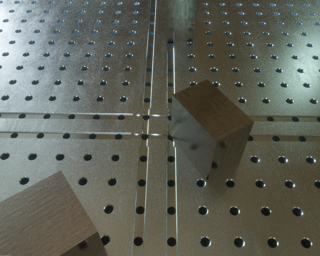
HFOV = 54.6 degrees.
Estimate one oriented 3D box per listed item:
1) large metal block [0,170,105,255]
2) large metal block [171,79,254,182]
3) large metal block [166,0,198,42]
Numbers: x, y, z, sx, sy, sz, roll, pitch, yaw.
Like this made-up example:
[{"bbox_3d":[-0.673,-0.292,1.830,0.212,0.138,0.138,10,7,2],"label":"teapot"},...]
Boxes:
[{"bbox_3d":[-0.112,0.102,0.305,0.080,0.050,0.080,-29,56,-22],"label":"large metal block"},{"bbox_3d":[0.057,0.003,0.370,0.050,0.080,0.080,-26,55,-20],"label":"large metal block"},{"bbox_3d":[0.037,-0.210,0.549,0.050,0.080,0.080,2,50,2],"label":"large metal block"}]
